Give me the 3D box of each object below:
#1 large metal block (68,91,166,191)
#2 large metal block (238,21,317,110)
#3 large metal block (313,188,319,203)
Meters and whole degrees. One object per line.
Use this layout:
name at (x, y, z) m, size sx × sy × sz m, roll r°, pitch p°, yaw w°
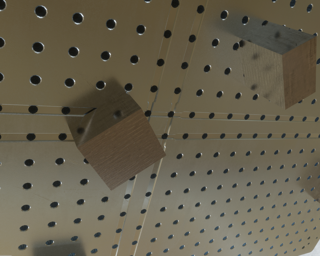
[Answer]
large metal block at (-0.050, 0.016, 0.377) m, size 0.080 × 0.050 × 0.080 m, roll -32°, pitch 129°, yaw -7°
large metal block at (0.153, -0.083, 0.407) m, size 0.050 × 0.080 × 0.080 m, roll -29°, pitch 128°, yaw -10°
large metal block at (0.415, 0.144, 0.709) m, size 0.081 × 0.050 × 0.079 m, roll 5°, pitch 116°, yaw -31°
